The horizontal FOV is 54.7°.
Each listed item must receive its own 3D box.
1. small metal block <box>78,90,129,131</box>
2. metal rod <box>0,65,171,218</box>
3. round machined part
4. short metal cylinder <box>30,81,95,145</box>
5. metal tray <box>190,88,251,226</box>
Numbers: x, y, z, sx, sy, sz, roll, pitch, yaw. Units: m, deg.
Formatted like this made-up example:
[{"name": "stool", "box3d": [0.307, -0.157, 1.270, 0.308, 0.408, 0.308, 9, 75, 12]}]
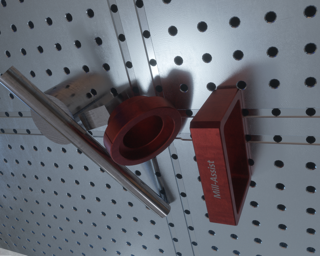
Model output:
[{"name": "small metal block", "box3d": [-0.073, -0.024, 0.417, 0.050, 0.050, 0.025, -15, 110, 34]}, {"name": "metal rod", "box3d": [-0.087, 0.033, 0.426, 0.025, 0.025, 0.300, -24, 121, 36]}, {"name": "round machined part", "box3d": [-0.025, -0.001, 0.385, 0.042, 0.099, 0.097, 52, 137, 33]}, {"name": "short metal cylinder", "box3d": [-0.139, -0.023, 0.452, 0.080, 0.050, 0.079, 13, 124, 20]}, {"name": "metal tray", "box3d": [0.073, 0.031, 0.349, 0.030, 0.090, 0.129, 0, 118, 28]}]
